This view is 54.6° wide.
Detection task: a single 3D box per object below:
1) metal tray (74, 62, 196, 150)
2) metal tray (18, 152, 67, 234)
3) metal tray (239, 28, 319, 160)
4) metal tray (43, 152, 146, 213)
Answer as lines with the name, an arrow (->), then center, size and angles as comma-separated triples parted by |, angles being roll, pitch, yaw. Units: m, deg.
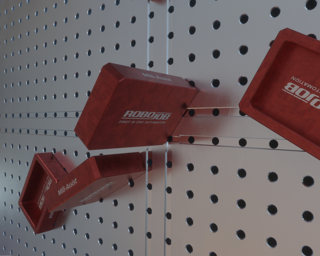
metal tray -> -0.024, -0.021, 0.361 | 0.030, 0.131, 0.090 | 45, 117, 31
metal tray -> -0.223, 0.123, 0.592 | 0.090, 0.030, 0.129 | 40, 114, 32
metal tray -> 0.149, -0.024, 0.283 | 0.130, 0.030, 0.089 | 39, 114, 33
metal tray -> -0.094, 0.078, 0.445 | 0.130, 0.091, 0.030 | -35, 68, 34
